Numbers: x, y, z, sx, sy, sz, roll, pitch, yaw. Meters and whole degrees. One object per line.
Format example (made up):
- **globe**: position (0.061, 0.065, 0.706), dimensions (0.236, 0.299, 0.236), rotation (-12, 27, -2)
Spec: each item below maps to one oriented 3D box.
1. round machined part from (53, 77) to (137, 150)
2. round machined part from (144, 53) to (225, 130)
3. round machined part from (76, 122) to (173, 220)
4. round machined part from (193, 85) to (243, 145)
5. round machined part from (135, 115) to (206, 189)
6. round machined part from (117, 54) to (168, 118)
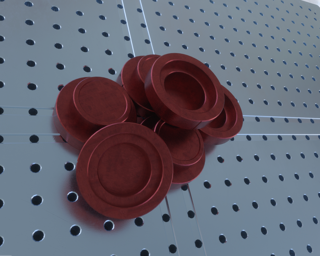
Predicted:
- **round machined part**: position (-0.073, -0.022, 0.371), dimensions (0.099, 0.042, 0.098), rotation (13, 56, -21)
- **round machined part**: position (0.026, -0.040, 0.380), dimensions (0.099, 0.042, 0.098), rotation (13, 56, -21)
- **round machined part**: position (-0.039, 0.044, 0.332), dimensions (0.099, 0.042, 0.098), rotation (1, 84, -14)
- **round machined part**: position (0.065, -0.019, 0.443), dimensions (0.099, 0.042, 0.098), rotation (13, 56, -21)
- **round machined part**: position (0.016, 0.023, 0.390), dimensions (0.099, 0.042, 0.098), rotation (13, 56, -21)
- **round machined part**: position (-0.007, -0.063, 0.432), dimensions (0.099, 0.042, 0.098), rotation (13, 56, -21)
